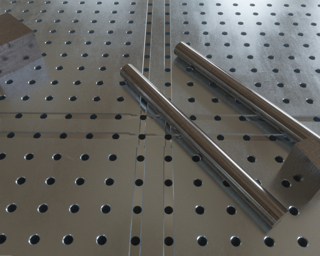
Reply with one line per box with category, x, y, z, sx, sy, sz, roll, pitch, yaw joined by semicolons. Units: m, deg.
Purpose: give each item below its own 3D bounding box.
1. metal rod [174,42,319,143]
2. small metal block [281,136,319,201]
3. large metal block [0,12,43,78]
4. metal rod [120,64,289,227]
metal rod;0.127;-0.044;0.445;0.025;0.025;0.300;-32;57;-24
small metal block;0.173;0.047;0.355;0.025;0.050;0.050;-20;53;-16
large metal block;-0.254;-0.135;0.501;0.080;0.050;0.080;37;59;26
metal rod;0.038;0.004;0.404;0.025;0.025;0.300;-30;56;-23
